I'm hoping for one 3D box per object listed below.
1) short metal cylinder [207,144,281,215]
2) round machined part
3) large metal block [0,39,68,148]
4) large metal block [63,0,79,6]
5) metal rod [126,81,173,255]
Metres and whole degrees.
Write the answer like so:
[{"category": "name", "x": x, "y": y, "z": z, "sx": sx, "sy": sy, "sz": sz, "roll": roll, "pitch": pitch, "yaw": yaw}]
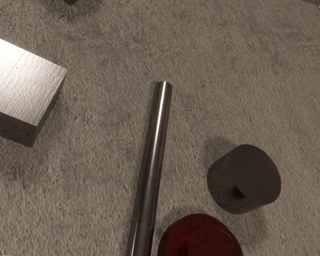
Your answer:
[{"category": "short metal cylinder", "x": 0.110, "y": 0.068, "z": 0.408, "sx": 0.081, "sy": 0.050, "sz": 0.080, "roll": 14, "pitch": 56, "yaw": -21}, {"category": "round machined part", "x": 0.051, "y": 0.141, "z": 0.336, "sx": 0.099, "sy": 0.042, "sz": 0.098, "roll": 14, "pitch": 56, "yaw": -21}, {"category": "large metal block", "x": -0.155, "y": -0.037, "z": 0.327, "sx": 0.080, "sy": 0.050, "sz": 0.080, "roll": 24, "pitch": 53, "yaw": -14}, {"category": "large metal block", "x": -0.138, "y": -0.242, "z": 0.462, "sx": 0.080, "sy": 0.050, "sz": 0.080, "roll": 36, "pitch": 51, "yaw": -5}, {"category": "metal rod", "x": -0.012, "y": 0.064, "z": 0.359, "sx": 0.025, "sy": 0.025, "sz": 0.300, "roll": 20, "pitch": 54, "yaw": -17}]
